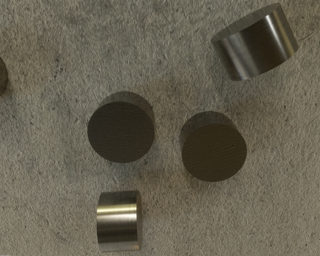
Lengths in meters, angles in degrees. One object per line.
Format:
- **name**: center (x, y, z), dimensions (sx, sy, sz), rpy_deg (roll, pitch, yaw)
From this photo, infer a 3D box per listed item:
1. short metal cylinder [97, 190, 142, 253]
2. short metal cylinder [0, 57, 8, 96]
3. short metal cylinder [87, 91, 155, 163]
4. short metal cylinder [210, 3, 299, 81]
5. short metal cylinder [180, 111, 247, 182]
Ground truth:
- **short metal cylinder**: center (-0.053, 0.128, 0.427), dimensions (0.050, 0.080, 0.079), rpy_deg (-3, 110, 1)
- **short metal cylinder**: center (-0.235, -0.062, 0.372), dimensions (0.081, 0.050, 0.079), rpy_deg (0, 110, 0)
- **short metal cylinder**: center (-0.047, -0.002, 0.395), dimensions (0.081, 0.050, 0.079), rpy_deg (0, 110, 0)
- **short metal cylinder**: center (0.104, -0.095, 0.346), dimensions (0.080, 0.080, 0.050), rpy_deg (-29, 108, 10)
- **short metal cylinder**: center (0.067, 0.023, 0.405), dimensions (0.081, 0.050, 0.079), rpy_deg (0, 110, 0)
